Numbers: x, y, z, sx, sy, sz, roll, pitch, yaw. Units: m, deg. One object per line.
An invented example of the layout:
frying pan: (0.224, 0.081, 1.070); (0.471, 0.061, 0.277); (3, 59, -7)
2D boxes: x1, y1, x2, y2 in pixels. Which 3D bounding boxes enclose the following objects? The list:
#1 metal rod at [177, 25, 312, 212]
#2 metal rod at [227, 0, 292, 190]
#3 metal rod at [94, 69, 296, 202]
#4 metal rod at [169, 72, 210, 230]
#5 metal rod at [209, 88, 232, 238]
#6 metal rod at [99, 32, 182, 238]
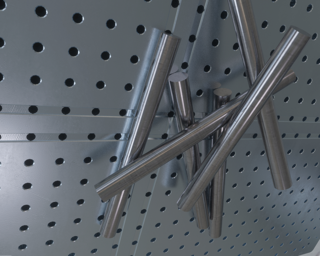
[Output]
metal rod: (0.092, 0.011, 0.405); (0.025, 0.025, 0.298); (3, 130, -30)
metal rod: (0.125, -0.052, 0.389); (0.025, 0.025, 0.299); (-25, 110, -13)
metal rod: (0.052, 0.004, 0.407); (0.301, 0.025, 0.025); (-32, 129, -8)
metal rod: (0.050, 0.054, 0.471); (0.025, 0.025, 0.299); (-24, 127, -14)
metal rod: (0.095, 0.075, 0.508); (0.025, 0.025, 0.298); (-17, 125, -19)
metal rod: (-0.033, 0.025, 0.407); (0.025, 0.025, 0.298); (5, 116, -31)
